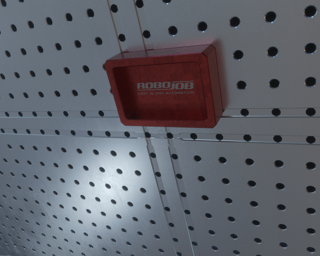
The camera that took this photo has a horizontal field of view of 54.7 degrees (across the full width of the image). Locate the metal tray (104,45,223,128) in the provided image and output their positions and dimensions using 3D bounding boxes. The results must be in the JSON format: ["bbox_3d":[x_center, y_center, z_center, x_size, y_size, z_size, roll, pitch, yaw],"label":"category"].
[{"bbox_3d":[0.004,-0.047,0.375,0.130,0.030,0.089,2,119,27],"label":"metal tray"}]
